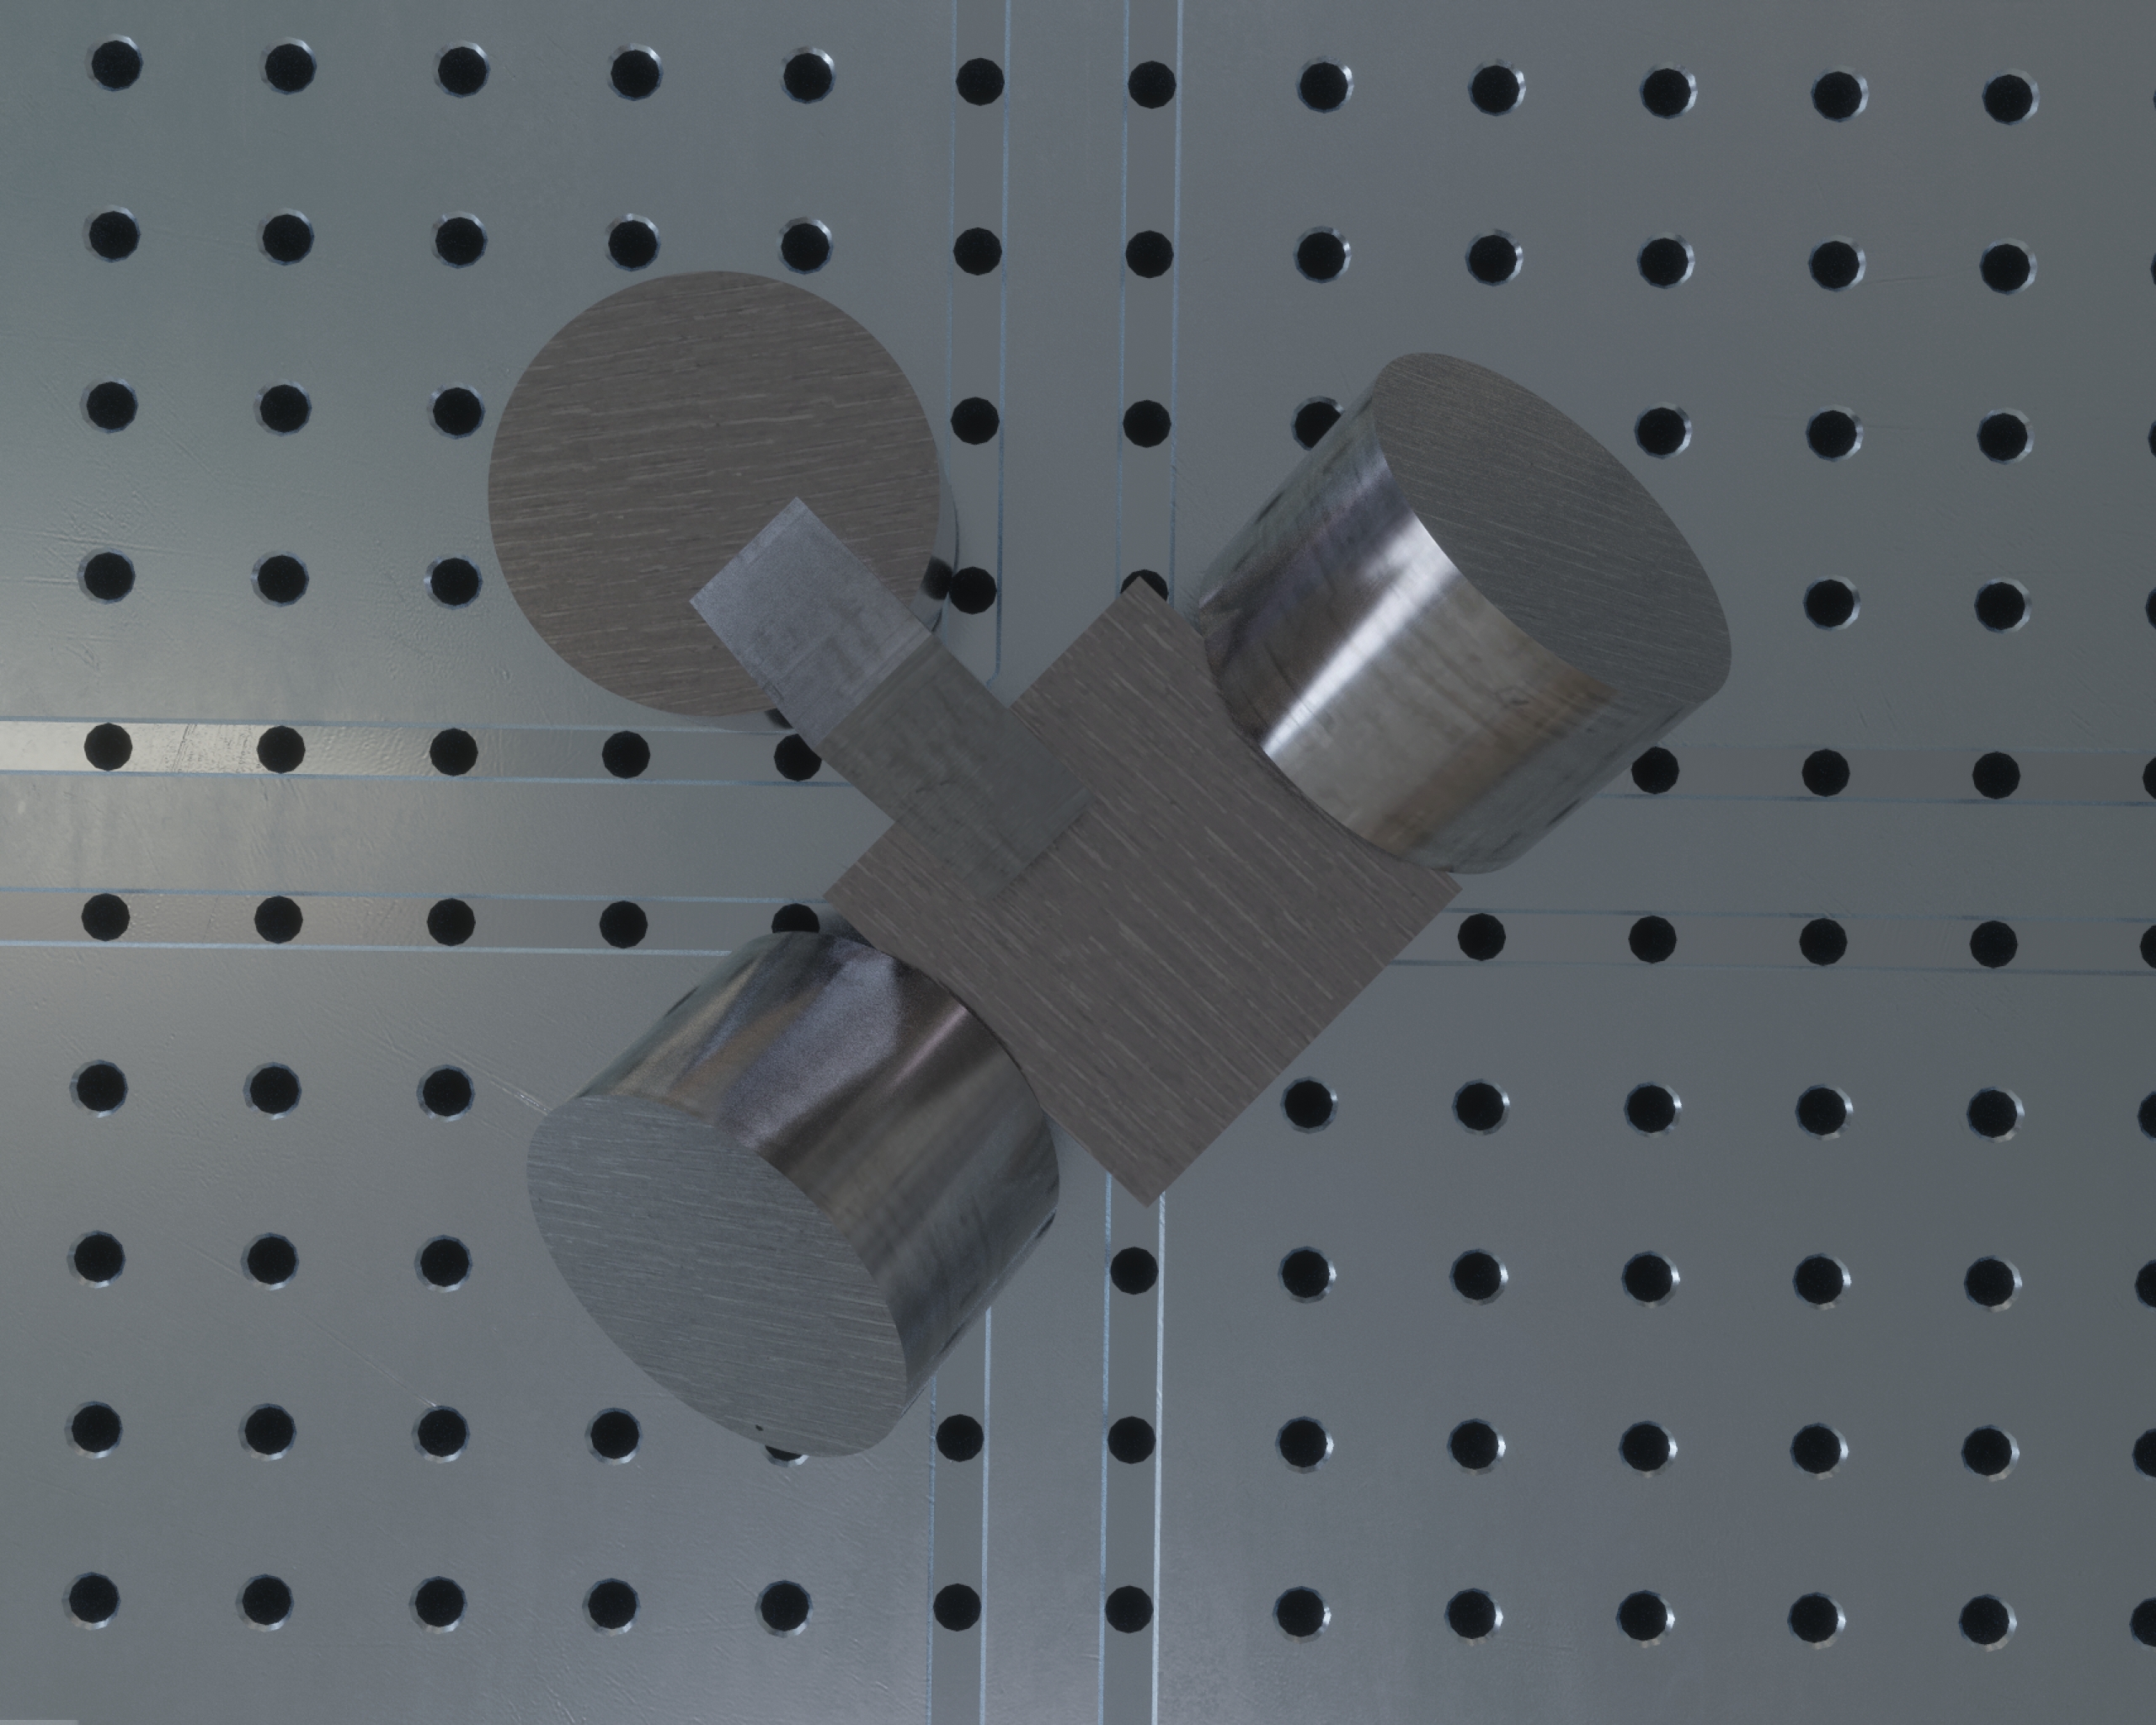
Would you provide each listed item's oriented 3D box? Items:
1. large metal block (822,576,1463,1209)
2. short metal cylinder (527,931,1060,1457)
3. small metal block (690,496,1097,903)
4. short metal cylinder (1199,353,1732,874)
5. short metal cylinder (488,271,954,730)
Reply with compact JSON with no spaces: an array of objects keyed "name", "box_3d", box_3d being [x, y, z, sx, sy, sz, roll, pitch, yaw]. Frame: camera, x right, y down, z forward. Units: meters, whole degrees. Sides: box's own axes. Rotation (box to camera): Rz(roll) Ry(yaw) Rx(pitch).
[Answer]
[{"name":"large metal block","box_3d":[0.012,0.005,0.395,0.080,0.050,0.080,44,90,0]},{"name":"short metal cylinder","box_3d":[-0.051,0.059,0.376,0.080,0.050,0.079,18,130,23]},{"name":"small metal block","box_3d":[-0.031,-0.027,0.347,0.025,0.050,0.050,-45,47,2]},{"name":"short metal cylinder","box_3d":[0.069,-0.045,0.376,0.080,0.080,0.050,43,129,0]},{"name":"short metal cylinder","box_3d":[-0.065,-0.066,0.397,0.081,0.050,0.079,0,90,0]}]
